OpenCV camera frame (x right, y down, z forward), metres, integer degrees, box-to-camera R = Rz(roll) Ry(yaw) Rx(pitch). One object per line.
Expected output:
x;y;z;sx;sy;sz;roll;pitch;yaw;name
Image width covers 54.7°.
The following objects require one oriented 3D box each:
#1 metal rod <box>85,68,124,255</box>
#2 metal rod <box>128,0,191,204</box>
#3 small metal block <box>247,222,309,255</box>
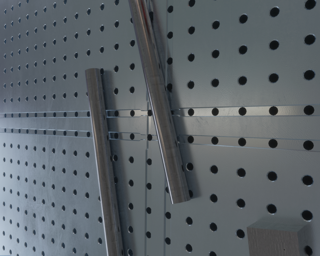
-0.086;0.054;0.480;0.025;0.025;0.298;-14;81;39;metal rod
-0.005;-0.052;0.413;0.025;0.025;0.299;-20;77;38;metal rod
0.119;0.124;0.311;0.050;0.025;0.050;-8;85;39;small metal block
